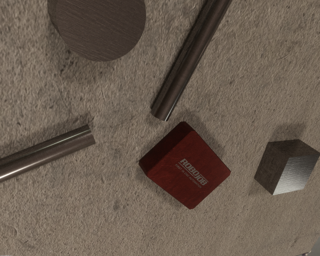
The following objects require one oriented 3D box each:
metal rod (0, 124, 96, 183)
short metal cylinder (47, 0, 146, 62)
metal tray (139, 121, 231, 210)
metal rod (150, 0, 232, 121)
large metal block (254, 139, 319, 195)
[{"bbox_3d":[-0.215,0.064,0.328,0.302,0.025,0.025,-23,127,-15],"label":"metal rod"},{"bbox_3d":[-0.060,-0.109,0.291,0.081,0.050,0.079,-14,125,-21],"label":"short metal cylinder"},{"bbox_3d":[0.042,0.060,0.466,0.090,0.030,0.130,-43,130,1],"label":"metal tray"},{"bbox_3d":[0.066,-0.141,0.357,0.025,0.025,0.298,16,110,-35],"label":"metal rod"},{"bbox_3d":[0.230,0.070,0.563,0.081,0.050,0.079,-3,120,-27],"label":"large metal block"}]
